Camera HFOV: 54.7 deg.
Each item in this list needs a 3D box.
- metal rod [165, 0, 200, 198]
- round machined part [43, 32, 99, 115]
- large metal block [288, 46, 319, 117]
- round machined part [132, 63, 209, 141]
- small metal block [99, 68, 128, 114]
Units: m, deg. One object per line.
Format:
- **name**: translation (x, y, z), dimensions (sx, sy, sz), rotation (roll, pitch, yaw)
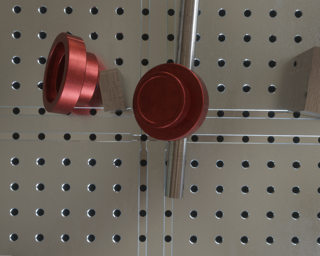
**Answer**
- **metal rod**: translation (0.031, -0.058, 0.413), dimensions (0.025, 0.025, 0.298), rotation (5, 90, 0)
- **round machined part**: translation (-0.110, -0.065, 0.385), dimensions (0.042, 0.098, 0.097), rotation (9, 90, -35)
- **large metal block**: translation (0.222, -0.054, 0.403), dimensions (0.080, 0.050, 0.080), rotation (9, 90, 0)
- **round machined part**: translation (0.007, -0.033, 0.385), dimensions (0.098, 0.042, 0.097), rotation (-1, 87, 26)
- **small metal block**: translation (-0.060, -0.046, 0.400), dimensions (0.025, 0.050, 0.050), rotation (-10, 90, 0)
